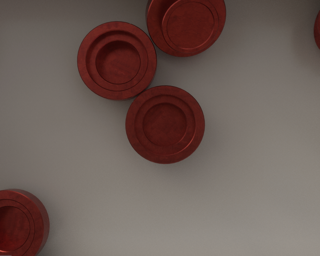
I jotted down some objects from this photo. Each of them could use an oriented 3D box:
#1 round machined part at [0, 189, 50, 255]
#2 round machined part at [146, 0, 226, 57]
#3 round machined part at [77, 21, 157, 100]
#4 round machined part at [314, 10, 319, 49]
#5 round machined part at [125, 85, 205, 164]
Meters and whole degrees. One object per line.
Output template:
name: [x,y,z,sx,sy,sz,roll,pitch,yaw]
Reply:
round machined part: [-0.191,0.127,0.398,0.099,0.042,0.097,0,84,0]
round machined part: [0.033,-0.131,0.378,0.099,0.042,0.097,-5,128,-6]
round machined part: [-0.053,-0.083,0.402,0.099,0.042,0.097,0,90,0]
round machined part: [0.234,-0.130,0.374,0.042,0.098,0.097,4,90,-37]
round machined part: [0.006,-0.004,0.403,0.099,0.042,0.097,0,90,0]
